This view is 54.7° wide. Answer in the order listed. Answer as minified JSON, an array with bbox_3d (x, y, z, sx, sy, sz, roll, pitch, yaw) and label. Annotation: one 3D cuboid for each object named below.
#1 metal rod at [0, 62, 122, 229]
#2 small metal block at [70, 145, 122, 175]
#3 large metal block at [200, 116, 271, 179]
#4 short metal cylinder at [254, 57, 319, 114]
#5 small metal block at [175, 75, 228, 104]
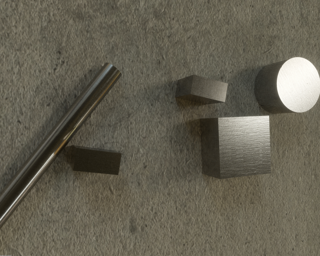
[{"bbox_3d":[-0.144,0.045,0.356,0.025,0.025,0.300,39,77,-16],"label":"metal rod"},{"bbox_3d":[-0.078,0.037,0.368,0.050,0.050,0.025,9,87,-20],"label":"small metal block"},{"bbox_3d":[0.106,0.024,0.436,0.081,0.050,0.079,-3,91,-20],"label":"large metal block"},{"bbox_3d":[0.192,-0.062,0.469,0.081,0.050,0.079,0,90,-21],"label":"short metal cylinder"},{"bbox_3d":[0.055,-0.050,0.417,0.050,0.050,0.025,11,87,-20],"label":"small metal block"}]
